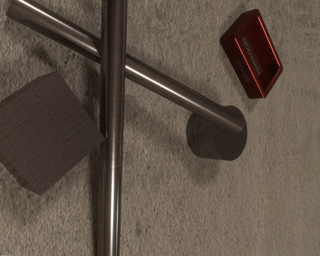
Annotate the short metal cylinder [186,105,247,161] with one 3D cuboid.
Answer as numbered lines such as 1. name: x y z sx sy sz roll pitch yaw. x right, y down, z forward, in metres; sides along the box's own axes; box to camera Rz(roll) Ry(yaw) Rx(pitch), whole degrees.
1. short metal cylinder: 0.086 0.007 0.463 0.081 0.050 0.079 0 90 -40

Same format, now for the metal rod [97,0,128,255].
1. metal rod: -0.052 0.020 0.329 0.025 0.025 0.298 -6 104 -40

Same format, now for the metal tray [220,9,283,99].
1. metal tray: 0.164 -0.127 0.541 0.090 0.030 0.130 -51 120 -28

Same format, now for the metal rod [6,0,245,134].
1. metal rod: -0.016 -0.060 0.357 0.302 0.025 0.025 25 74 -26

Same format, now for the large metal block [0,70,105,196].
1. large metal block: -0.114 0.004 0.294 0.080 0.050 0.080 -45 118 -31
